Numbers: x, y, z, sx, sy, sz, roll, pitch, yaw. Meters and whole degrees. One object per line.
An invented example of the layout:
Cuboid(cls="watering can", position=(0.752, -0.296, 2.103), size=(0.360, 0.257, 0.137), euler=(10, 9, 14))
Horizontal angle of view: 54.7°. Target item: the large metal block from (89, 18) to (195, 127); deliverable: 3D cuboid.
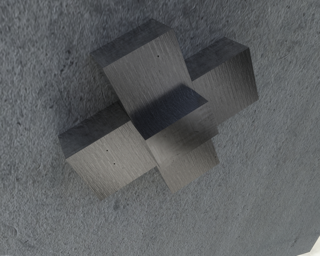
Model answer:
Cuboid(cls="large metal block", position=(-0.018, -0.061, 0.345), size=(0.080, 0.050, 0.080), euler=(-32, 129, -8))

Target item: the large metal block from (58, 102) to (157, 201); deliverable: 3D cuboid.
Cuboid(cls="large metal block", position=(-0.062, 0.028, 0.376), size=(0.080, 0.050, 0.080), euler=(-32, 129, -8))

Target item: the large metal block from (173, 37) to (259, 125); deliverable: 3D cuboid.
Cuboid(cls="large metal block", position=(0.073, -0.057, 0.398), size=(0.080, 0.050, 0.080), euler=(-32, 129, -8))

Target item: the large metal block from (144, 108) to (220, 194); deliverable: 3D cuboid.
Cuboid(cls="large metal block", position=(0.027, 0.030, 0.426), size=(0.080, 0.050, 0.080), euler=(-32, 129, -8))

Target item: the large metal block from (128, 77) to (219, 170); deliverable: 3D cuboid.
Cuboid(cls="large metal block", position=(0.010, -0.009, 0.374), size=(0.080, 0.080, 0.050), euler=(-32, 129, -8))
